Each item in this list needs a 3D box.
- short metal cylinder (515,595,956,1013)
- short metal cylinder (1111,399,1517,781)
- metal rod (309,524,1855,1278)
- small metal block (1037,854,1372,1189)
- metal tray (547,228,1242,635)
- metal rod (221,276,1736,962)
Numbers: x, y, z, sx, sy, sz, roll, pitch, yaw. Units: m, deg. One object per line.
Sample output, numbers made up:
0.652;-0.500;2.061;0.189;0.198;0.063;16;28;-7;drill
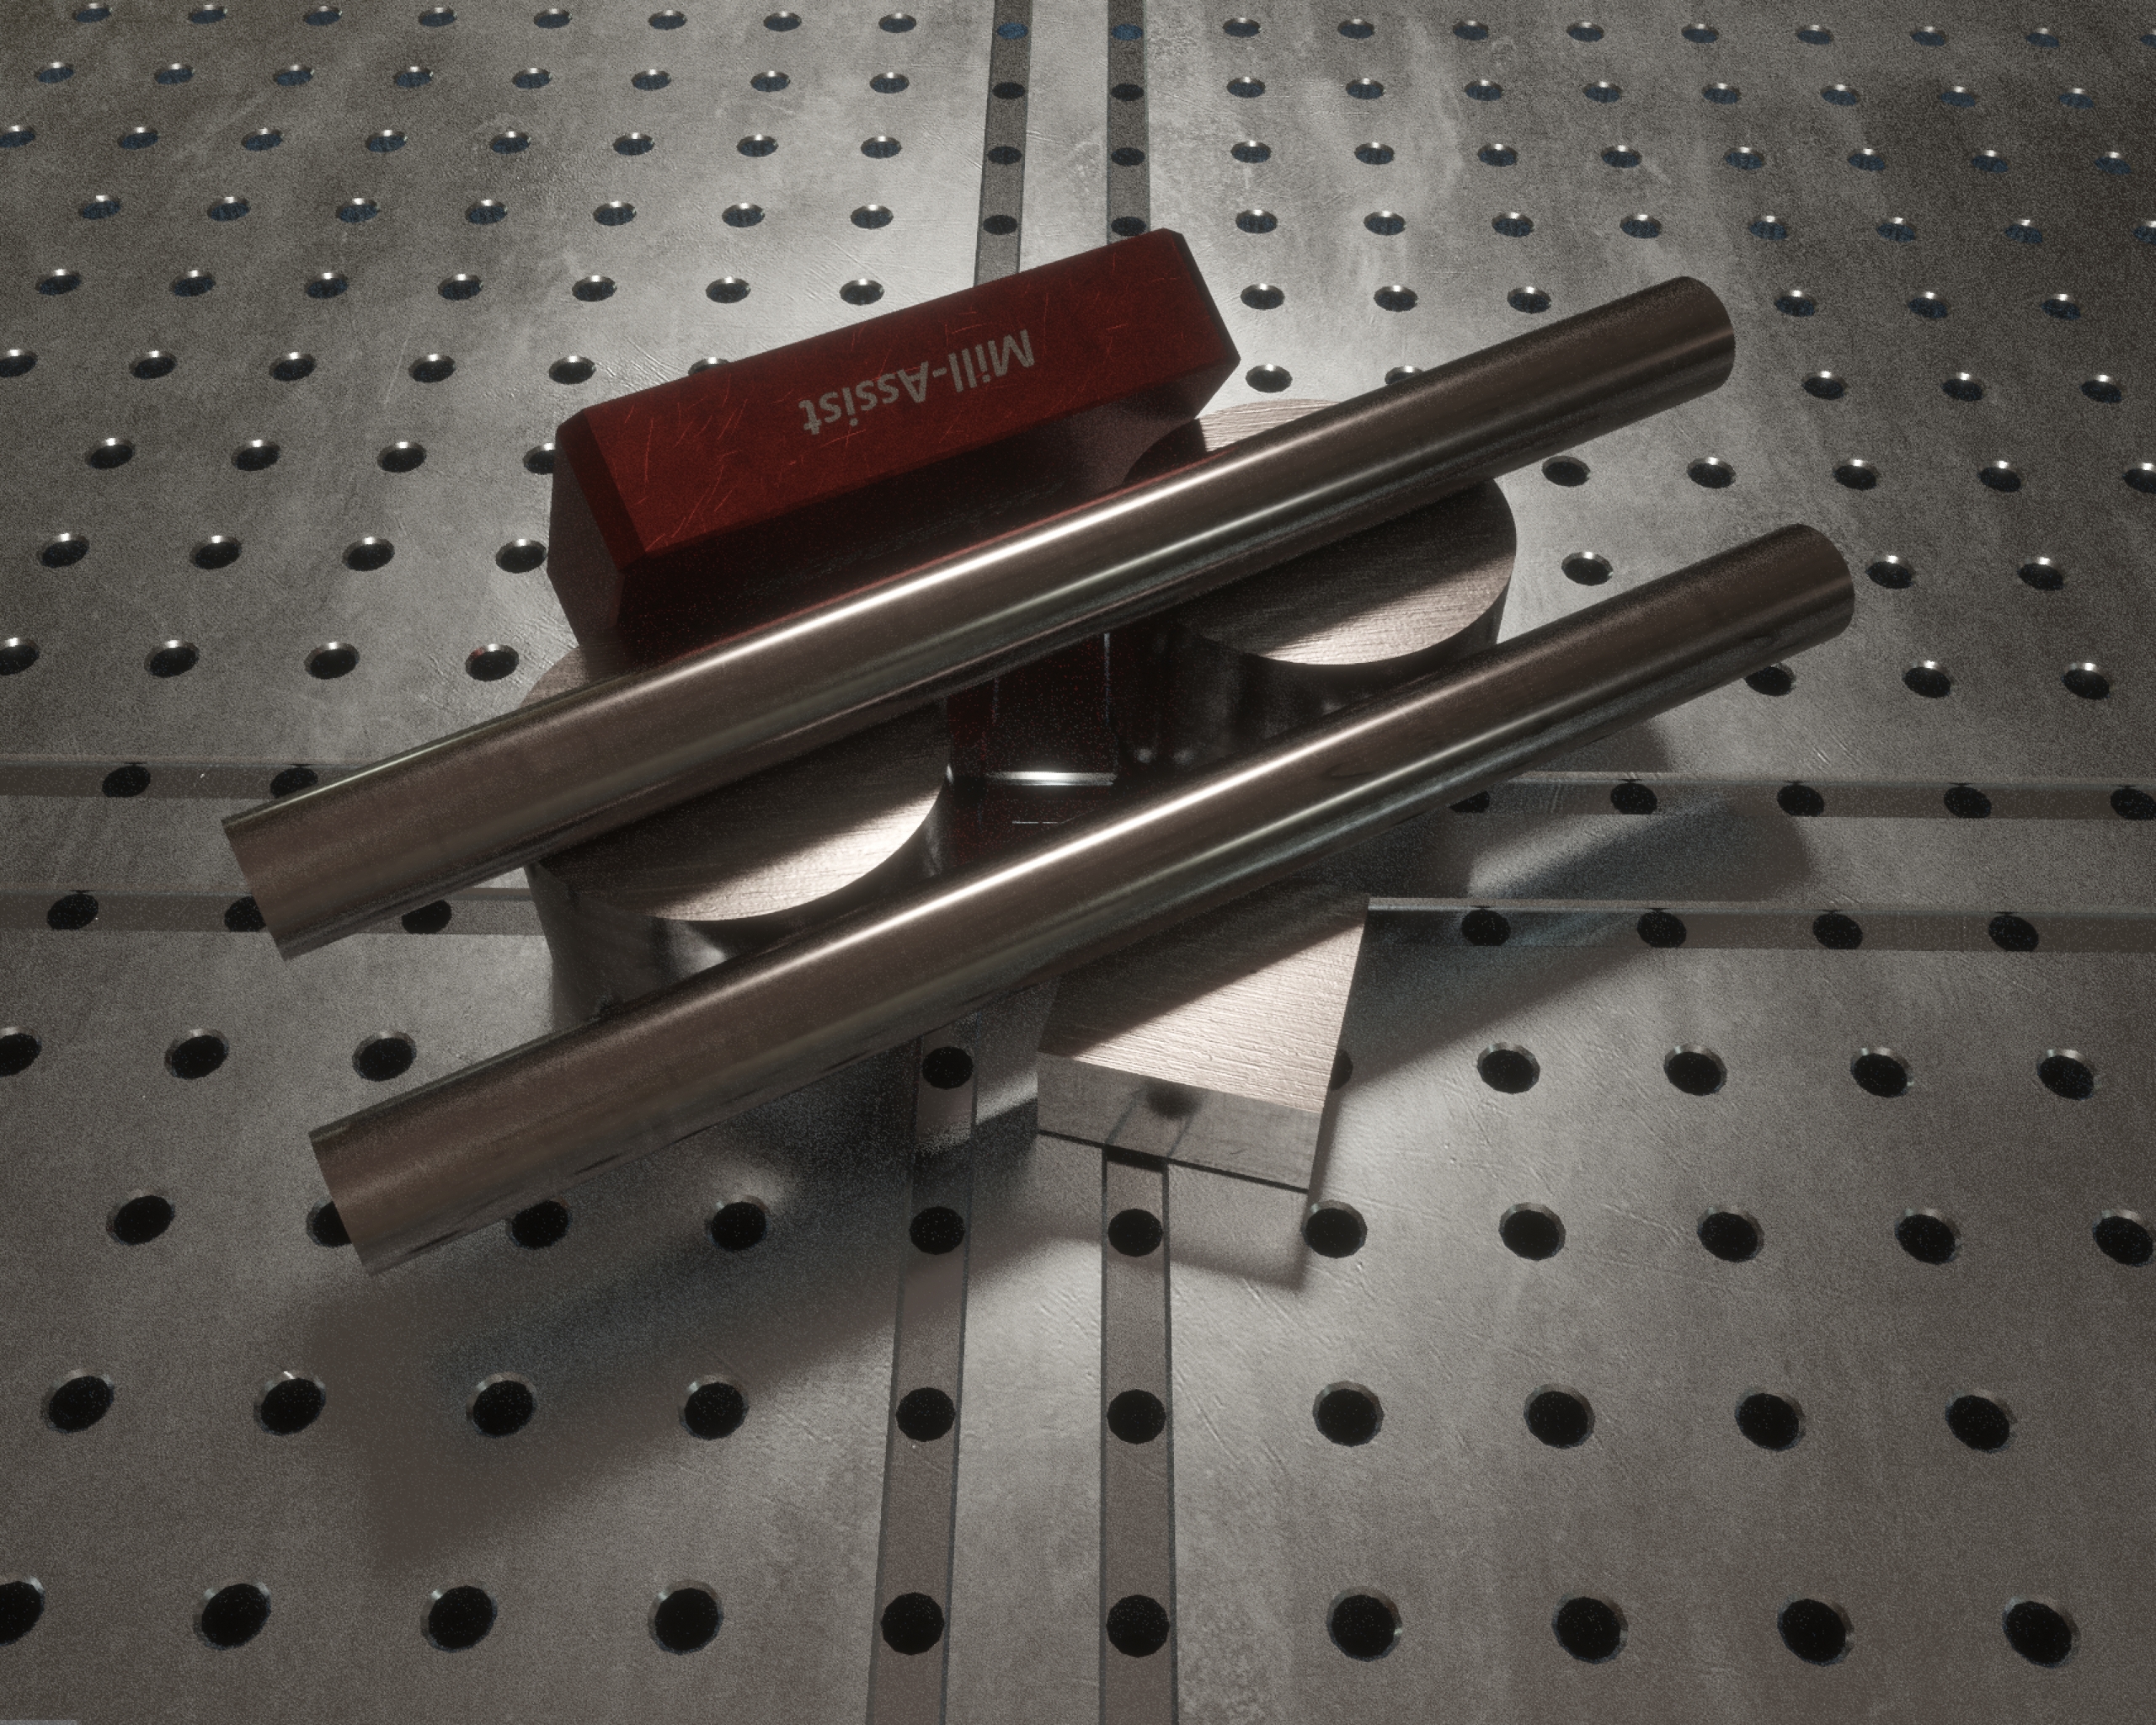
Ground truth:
-0.063;-0.005;0.395;0.081;0.050;0.080;0;50;0;short metal cylinder
0.047;-0.052;0.436;0.081;0.050;0.080;0;50;0;short metal cylinder
0.016;-0.002;0.375;0.302;0.025;0.025;-23;54;-19;metal rod
0.024;0.027;0.384;0.050;0.025;0.050;12;51;9;small metal block
-0.041;-0.081;0.431;0.131;0.090;0.030;-23;86;-19;metal tray
-0.002;-0.053;0.385;0.302;0.025;0.025;-24;54;-19;metal rod
